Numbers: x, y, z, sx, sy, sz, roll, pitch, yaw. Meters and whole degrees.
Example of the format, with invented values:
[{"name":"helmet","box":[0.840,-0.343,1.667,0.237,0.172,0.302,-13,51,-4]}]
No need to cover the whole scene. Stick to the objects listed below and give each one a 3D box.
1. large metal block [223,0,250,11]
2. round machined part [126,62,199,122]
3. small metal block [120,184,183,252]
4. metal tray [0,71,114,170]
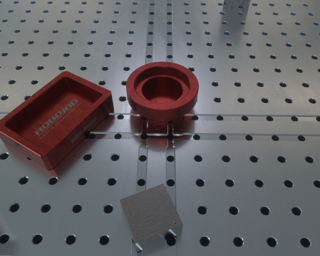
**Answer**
[{"name":"large metal block","box":[0.162,-0.295,0.621,0.050,0.080,0.080,10,51,8]},{"name":"round machined part","box":[0.003,-0.046,0.435,0.099,0.042,0.098,0,50,0]},{"name":"small metal block","box":[-0.010,0.094,0.328,0.050,0.025,0.050,-18,52,-15]},{"name":"metal tray","box":[-0.137,-0.016,0.416,0.090,0.030,0.130,26,55,20]}]
